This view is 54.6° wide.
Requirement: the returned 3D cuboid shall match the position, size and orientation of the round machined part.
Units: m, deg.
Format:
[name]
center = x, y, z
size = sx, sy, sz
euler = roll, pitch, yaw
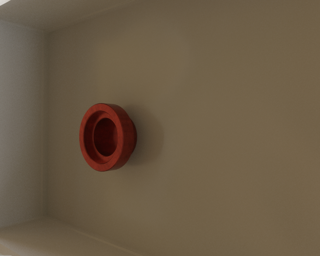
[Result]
[round machined part]
center = -0.072, 0.013, 0.457
size = 0.098, 0.042, 0.097
euler = 0, 90, 40
